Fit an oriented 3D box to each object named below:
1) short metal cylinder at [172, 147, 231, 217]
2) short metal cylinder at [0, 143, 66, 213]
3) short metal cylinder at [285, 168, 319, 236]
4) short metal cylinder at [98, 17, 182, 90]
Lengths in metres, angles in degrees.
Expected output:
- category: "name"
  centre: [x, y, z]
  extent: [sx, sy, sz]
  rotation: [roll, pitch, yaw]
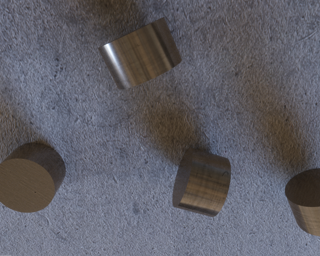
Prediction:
- category: "short metal cylinder"
  centre: [0.053, 0.071, 0.407]
  extent: [0.050, 0.080, 0.079]
  rotation: [16, 109, -6]
- category: "short metal cylinder"
  centre: [-0.175, 0.066, 0.419]
  extent: [0.081, 0.050, 0.079]
  rotation: [0, 110, 0]
- category: "short metal cylinder"
  centre: [0.218, 0.098, 0.418]
  extent: [0.080, 0.080, 0.050]
  rotation: [-24, 108, 8]
- category: "short metal cylinder"
  centre: [-0.022, -0.084, 0.349]
  extent: [0.080, 0.080, 0.050]
  rotation: [-23, 109, 8]
